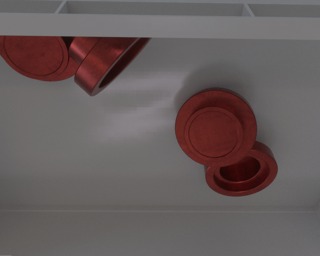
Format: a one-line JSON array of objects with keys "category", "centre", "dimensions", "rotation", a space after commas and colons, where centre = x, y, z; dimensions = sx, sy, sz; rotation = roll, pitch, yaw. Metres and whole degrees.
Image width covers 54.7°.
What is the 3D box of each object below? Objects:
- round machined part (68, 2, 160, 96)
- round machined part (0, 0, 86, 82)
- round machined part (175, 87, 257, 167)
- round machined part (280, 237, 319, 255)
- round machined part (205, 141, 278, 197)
[{"category": "round machined part", "centre": [-0.048, -0.080, 0.297], "dimensions": [0.042, 0.098, 0.098], "rotation": [43, 120, -6]}, {"category": "round machined part", "centre": [-0.124, -0.089, 0.321], "dimensions": [0.099, 0.042, 0.097], "rotation": [0, 130, 0]}, {"category": "round machined part", "centre": [0.066, 0.002, 0.374], "dimensions": [0.098, 0.042, 0.097], "rotation": [4, 106, 14]}, {"category": "round machined part", "centre": [0.301, 0.266, 0.630], "dimensions": [0.099, 0.042, 0.097], "rotation": [0, 130, 0]}, {"category": "round machined part", "centre": [0.112, 0.051, 0.443], "dimensions": [0.099, 0.042, 0.097], "rotation": [0, 130, 0]}]
